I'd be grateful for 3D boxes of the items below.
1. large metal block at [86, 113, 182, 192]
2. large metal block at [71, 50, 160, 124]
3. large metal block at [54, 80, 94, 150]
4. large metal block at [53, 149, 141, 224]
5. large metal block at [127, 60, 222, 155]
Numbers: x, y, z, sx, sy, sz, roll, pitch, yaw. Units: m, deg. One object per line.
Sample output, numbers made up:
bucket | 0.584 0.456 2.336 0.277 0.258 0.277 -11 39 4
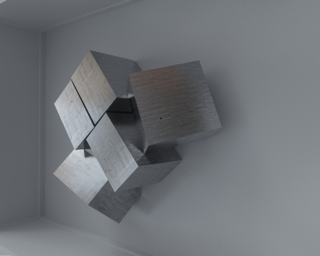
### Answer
large metal block | -0.033 0.028 0.393 0.050 0.081 0.080 -49 61 29
large metal block | -0.058 -0.051 0.415 0.050 0.081 0.080 -46 63 30
large metal block | -0.090 -0.018 0.441 0.050 0.081 0.080 -45 63 30
large metal block | -0.085 0.078 0.428 0.080 0.080 0.050 28 73 36
large metal block | 0.013 -0.022 0.349 0.050 0.081 0.080 118 137 -72
